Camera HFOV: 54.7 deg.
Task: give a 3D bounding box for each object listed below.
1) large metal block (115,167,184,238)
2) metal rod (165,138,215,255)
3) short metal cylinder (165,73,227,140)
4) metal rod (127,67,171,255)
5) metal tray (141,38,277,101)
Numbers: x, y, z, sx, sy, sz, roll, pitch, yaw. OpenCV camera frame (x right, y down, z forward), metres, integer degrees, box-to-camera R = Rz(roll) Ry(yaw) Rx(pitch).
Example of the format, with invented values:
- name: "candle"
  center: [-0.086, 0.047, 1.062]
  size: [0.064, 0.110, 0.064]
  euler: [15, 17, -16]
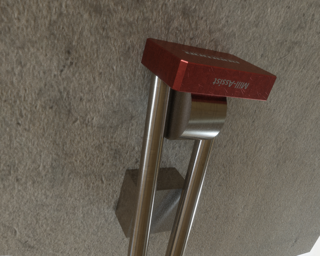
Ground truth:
- name: "large metal block"
  center: [-0.012, 0.106, 0.450]
  size: [0.081, 0.050, 0.079]
  euler: [2, 118, -30]
- name: "metal rod"
  center: [0.047, 0.068, 0.418]
  size: [0.025, 0.025, 0.298]
  euler: [9, 99, -33]
- name: "short metal cylinder"
  center: [0.036, -0.025, 0.379]
  size: [0.050, 0.080, 0.079]
  euler: [2, 118, -30]
- name: "metal rod"
  center: [-0.015, 0.065, 0.383]
  size: [0.025, 0.025, 0.298]
  euler: [2, 102, -30]
- name: "metal tray"
  center: [0.055, -0.067, 0.356]
  size: [0.131, 0.090, 0.030]
  euler: [2, 117, -30]
